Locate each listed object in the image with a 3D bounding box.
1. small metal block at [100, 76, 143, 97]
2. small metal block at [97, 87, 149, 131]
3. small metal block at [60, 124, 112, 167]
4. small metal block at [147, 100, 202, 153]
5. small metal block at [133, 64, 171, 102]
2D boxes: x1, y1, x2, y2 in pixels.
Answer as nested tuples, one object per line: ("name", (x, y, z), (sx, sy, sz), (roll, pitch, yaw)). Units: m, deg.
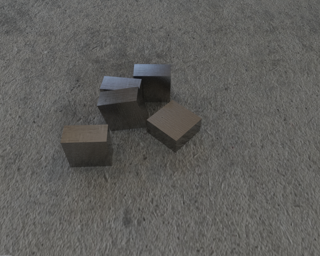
("small metal block", (-0.051, -0.042, 0.421), (0.050, 0.050, 0.025), (5, 50, 4))
("small metal block", (-0.046, -0.024, 0.400), (0.050, 0.050, 0.025), (-7, 49, 11))
("small metal block", (-0.085, 0.022, 0.368), (0.050, 0.050, 0.025), (-2, 50, -1))
("small metal block", (0.018, -0.003, 0.406), (0.050, 0.025, 0.050), (36, 58, 25))
("small metal block", (-0.010, -0.063, 0.440), (0.050, 0.050, 0.025), (0, 50, 0))
